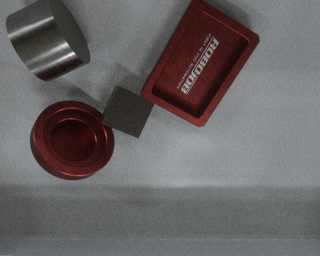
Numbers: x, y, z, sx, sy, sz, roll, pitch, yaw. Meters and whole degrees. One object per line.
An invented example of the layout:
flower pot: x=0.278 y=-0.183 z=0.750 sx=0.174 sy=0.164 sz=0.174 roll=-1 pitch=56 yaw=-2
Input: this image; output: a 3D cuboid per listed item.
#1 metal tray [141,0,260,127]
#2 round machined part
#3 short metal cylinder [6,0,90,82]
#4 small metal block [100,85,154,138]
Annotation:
metal tray: x=0.046 y=-0.077 z=0.380 sx=0.090 sy=0.030 sz=0.129 roll=28 pitch=107 yaw=-10
round machined part: x=-0.111 y=0.018 z=0.388 sx=0.098 sy=0.098 sz=0.042 roll=38 pitch=141 yaw=-13
short metal cylinder: x=-0.121 y=-0.098 z=0.344 sx=0.050 sy=0.080 sz=0.080 roll=-23 pitch=109 yaw=8
small metal block: x=-0.042 y=-0.021 z=0.393 sx=0.050 sy=0.025 sz=0.050 roll=23 pitch=94 yaw=-19
